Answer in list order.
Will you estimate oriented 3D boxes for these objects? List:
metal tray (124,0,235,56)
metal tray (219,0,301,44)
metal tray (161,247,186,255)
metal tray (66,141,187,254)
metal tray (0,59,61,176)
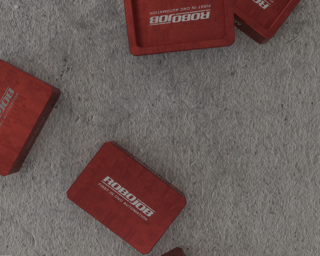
[{"bbox_3d":[0.024,-0.142,0.387,0.131,0.030,0.089,-4,101,10],"label":"metal tray"},{"bbox_3d":[0.115,-0.185,0.407,0.130,0.030,0.090,37,90,0],"label":"metal tray"},{"bbox_3d":[0.019,0.238,0.408,0.090,0.030,0.130,-29,90,0],"label":"metal tray"},{"bbox_3d":[-0.042,0.089,0.407,0.130,0.030,0.090,37,90,0],"label":"metal tray"},{"bbox_3d":[-0.203,-0.014,0.406,0.090,0.030,0.130,28,90,0],"label":"metal tray"}]
